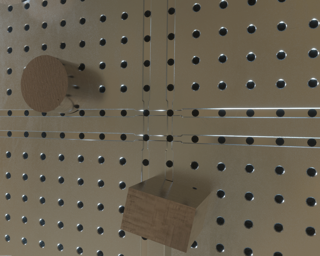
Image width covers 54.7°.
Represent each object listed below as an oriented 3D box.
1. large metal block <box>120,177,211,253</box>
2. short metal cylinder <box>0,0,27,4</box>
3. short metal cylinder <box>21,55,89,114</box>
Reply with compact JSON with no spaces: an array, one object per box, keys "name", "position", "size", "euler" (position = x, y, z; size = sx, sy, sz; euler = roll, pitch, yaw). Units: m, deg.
[{"name":"large metal block","position":[0.010,0.100,0.380],"size":[0.080,0.080,0.050],"euler":[13,95,19]},{"name":"short metal cylinder","position":[-0.228,-0.234,0.464],"size":[0.080,0.080,0.050],"euler":[-32,80,17]},{"name":"short metal cylinder","position":[-0.153,-0.062,0.453],"size":[0.080,0.050,0.080],"euler":[0,90,20]}]
